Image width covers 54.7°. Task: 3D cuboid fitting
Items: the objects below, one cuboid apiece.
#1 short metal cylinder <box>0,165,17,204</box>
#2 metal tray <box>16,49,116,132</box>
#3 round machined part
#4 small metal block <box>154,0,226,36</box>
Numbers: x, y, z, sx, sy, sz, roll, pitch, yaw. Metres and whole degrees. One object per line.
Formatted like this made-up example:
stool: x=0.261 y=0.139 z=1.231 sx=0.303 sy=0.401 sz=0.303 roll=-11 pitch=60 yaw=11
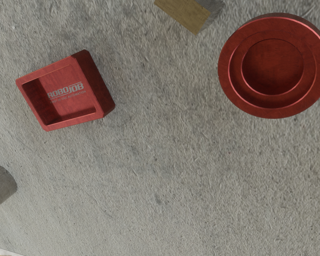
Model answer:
short metal cylinder: x=-0.351 y=0.122 z=0.651 sx=0.080 sy=0.050 sz=0.079 roll=13 pitch=124 yaw=21
metal tray: x=-0.137 y=-0.049 z=0.445 sx=0.130 sy=0.030 sz=0.090 roll=-11 pitch=113 yaw=33
round machined part: x=0.110 y=-0.061 z=0.300 sx=0.098 sy=0.042 sz=0.097 roll=13 pitch=124 yaw=21
small metal block: x=0.030 y=-0.121 z=0.300 sx=0.050 sy=0.050 sz=0.025 roll=38 pitch=129 yaw=2
